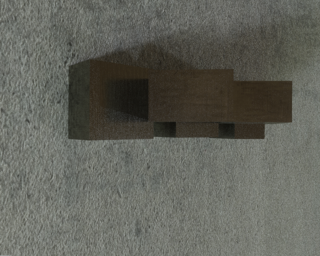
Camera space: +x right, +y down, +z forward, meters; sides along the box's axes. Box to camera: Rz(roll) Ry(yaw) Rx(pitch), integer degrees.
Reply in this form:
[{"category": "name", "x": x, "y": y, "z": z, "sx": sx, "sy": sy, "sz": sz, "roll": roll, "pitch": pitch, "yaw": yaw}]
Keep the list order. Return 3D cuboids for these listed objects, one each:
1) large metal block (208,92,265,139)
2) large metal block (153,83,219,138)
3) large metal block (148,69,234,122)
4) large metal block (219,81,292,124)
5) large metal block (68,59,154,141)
[{"category": "large metal block", "x": 0.124, "y": -0.023, "z": 0.497, "sx": 0.081, "sy": 0.050, "sz": 0.079, "roll": 2, "pitch": 89, "yaw": -40}, {"category": "large metal block", "x": 0.034, "y": -0.028, "z": 0.421, "sx": 0.081, "sy": 0.050, "sz": 0.079, "roll": 1, "pitch": 90, "yaw": -40}, {"category": "large metal block", "x": 0.032, "y": -0.031, "z": 0.334, "sx": 0.080, "sy": 0.080, "sz": 0.050, "roll": -11, "pitch": 101, "yaw": -85}, {"category": "large metal block", "x": 0.121, "y": -0.031, "z": 0.412, "sx": 0.080, "sy": 0.080, "sz": 0.050, "roll": 1, "pitch": 89, "yaw": 4}, {"category": "large metal block", "x": -0.054, "y": -0.028, "z": 0.346, "sx": 0.081, "sy": 0.050, "sz": 0.079, "roll": 0, "pitch": 90, "yaw": -40}]
